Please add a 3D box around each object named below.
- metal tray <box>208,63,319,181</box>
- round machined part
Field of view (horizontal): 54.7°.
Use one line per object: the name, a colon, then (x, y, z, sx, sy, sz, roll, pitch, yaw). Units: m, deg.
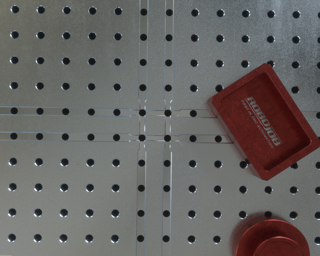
metal tray: (0.136, -0.008, 0.412, 0.090, 0.030, 0.130, -33, 90, -1)
round machined part: (0.149, 0.169, 0.407, 0.099, 0.042, 0.097, 0, 90, -1)
